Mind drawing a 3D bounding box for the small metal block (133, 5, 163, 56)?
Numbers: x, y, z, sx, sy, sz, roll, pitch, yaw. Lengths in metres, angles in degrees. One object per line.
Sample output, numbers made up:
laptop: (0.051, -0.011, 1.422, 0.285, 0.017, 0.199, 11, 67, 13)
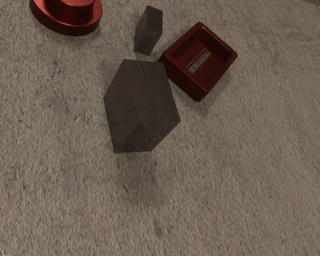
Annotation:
small metal block: (-0.018, -0.147, 0.469, 0.025, 0.050, 0.050, 14, 56, -21)

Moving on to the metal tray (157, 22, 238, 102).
metal tray: (0.064, -0.111, 0.504, 0.090, 0.030, 0.131, 41, 51, -1)

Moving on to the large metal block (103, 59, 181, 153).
large metal block: (-0.026, -0.023, 0.370, 0.050, 0.080, 0.080, -1, 62, -29)

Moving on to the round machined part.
round machined part: (-0.128, -0.180, 0.435, 0.099, 0.042, 0.098, 14, 56, -21)
